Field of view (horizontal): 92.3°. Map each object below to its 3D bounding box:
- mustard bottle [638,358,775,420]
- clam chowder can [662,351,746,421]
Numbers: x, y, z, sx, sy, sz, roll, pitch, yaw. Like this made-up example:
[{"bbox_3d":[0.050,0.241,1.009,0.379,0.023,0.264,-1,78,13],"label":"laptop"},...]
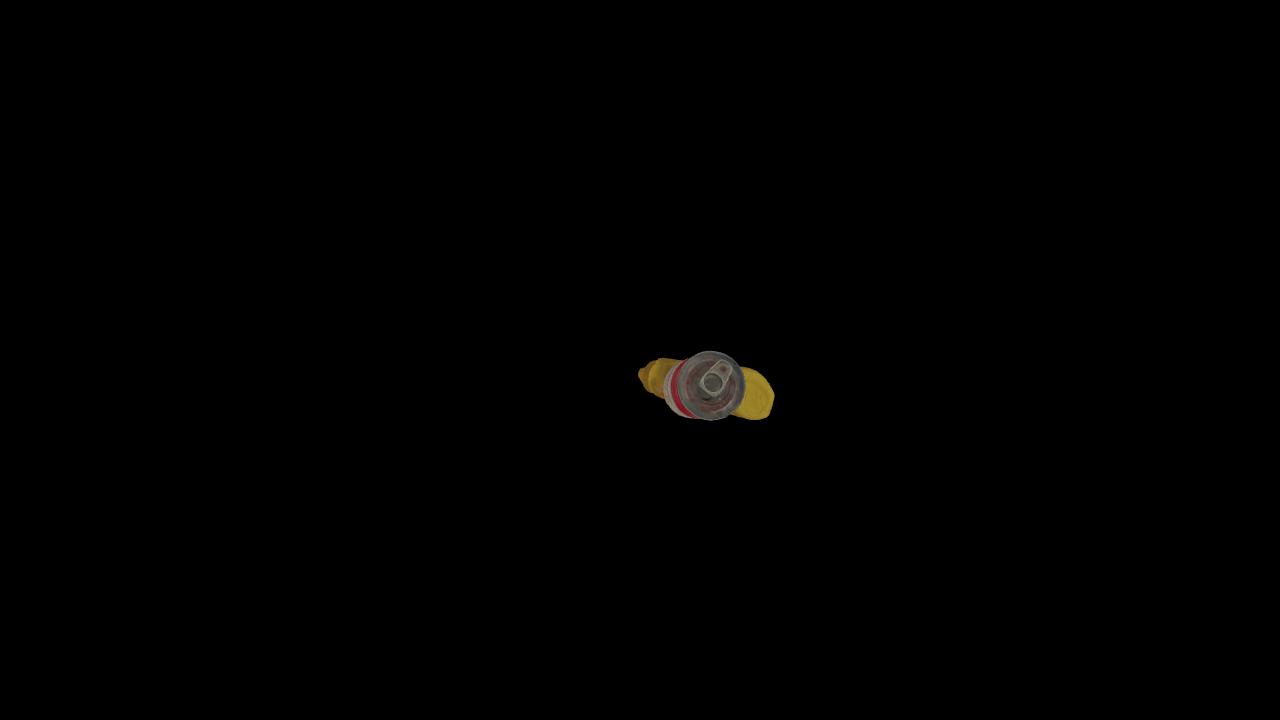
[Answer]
[{"bbox_3d":[0.063,0.028,0.735,0.092,0.054,0.184,20,-7,-41],"label":"mustard bottle"},{"bbox_3d":[0.063,0.028,0.641,0.068,0.068,0.102,0,-4,-7],"label":"clam chowder can"}]
